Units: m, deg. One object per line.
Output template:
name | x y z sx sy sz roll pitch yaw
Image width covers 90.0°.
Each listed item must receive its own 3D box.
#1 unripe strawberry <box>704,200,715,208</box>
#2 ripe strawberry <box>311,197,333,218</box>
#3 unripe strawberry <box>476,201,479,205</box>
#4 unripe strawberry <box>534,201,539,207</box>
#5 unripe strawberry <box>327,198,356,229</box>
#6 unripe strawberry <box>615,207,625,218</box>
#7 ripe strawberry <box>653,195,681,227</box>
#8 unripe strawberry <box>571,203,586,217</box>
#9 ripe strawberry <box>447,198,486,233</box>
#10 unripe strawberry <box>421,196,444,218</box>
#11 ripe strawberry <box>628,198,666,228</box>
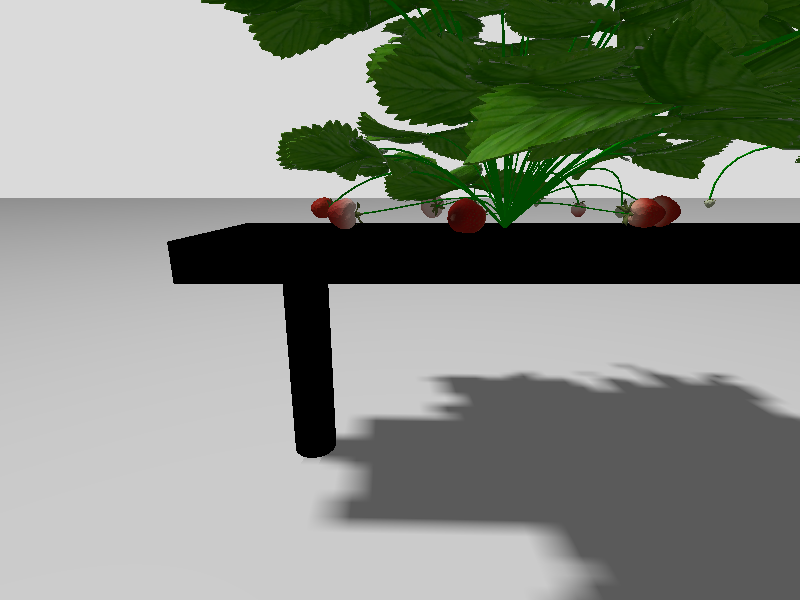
unripe strawberry | 0.366 -0.114 0.474 0.010 0.010 0.009 12 20 37
ripe strawberry | -0.086 -0.101 0.439 0.026 0.022 0.026 3 15 30
unripe strawberry | 0.101 -0.129 0.544 0.014 0.013 0.013 1 16 3
unripe strawberry | 0.188 -0.134 0.552 0.009 0.010 0.010 7 17 23
unripe strawberry | -0.048 -0.071 0.330 0.024 0.025 0.022 -2 16 -5
unripe strawberry | 0.224 -0.089 0.406 0.010 0.011 0.011 -8 17 -25
ripe strawberry | 0.237 -0.079 0.359 0.029 0.028 0.026 0 16 -7
unripe strawberry | 0.213 -0.107 0.478 0.017 0.017 0.015 13 42 40
ripe strawberry | 0.047 -0.062 0.294 0.029 0.025 0.029 13 21 39
unripe strawberry | 0.037 -0.112 0.473 0.027 0.029 0.030 -6 16 -21
ripe strawberry | 0.205 -0.073 0.334 0.028 0.024 0.028 2 16 4
